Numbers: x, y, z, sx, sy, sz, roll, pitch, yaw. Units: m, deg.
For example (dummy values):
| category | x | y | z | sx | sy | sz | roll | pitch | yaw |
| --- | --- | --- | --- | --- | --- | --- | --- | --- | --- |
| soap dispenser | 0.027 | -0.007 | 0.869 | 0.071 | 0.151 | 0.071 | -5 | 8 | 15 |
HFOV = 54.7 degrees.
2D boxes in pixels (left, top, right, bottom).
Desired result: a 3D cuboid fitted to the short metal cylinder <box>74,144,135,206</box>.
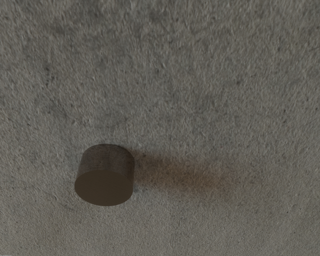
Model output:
| category | x | y | z | sx | sy | sz | roll | pitch | yaw |
| --- | --- | --- | --- | --- | --- | --- | --- | --- | --- |
| short metal cylinder | -0.078 | 0.069 | 0.448 | 0.081 | 0.050 | 0.079 | -1 | 130 | 0 |
